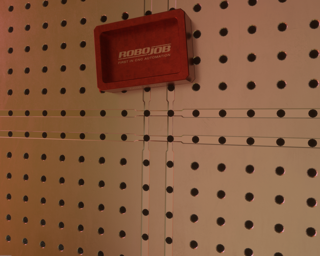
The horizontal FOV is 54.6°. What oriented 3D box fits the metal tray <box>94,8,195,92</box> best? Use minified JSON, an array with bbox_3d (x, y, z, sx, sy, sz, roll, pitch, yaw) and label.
[{"bbox_3d":[-0.023,-0.100,0.418,0.130,0.030,0.090,-4,89,20],"label":"metal tray"}]
